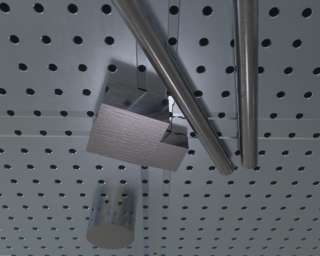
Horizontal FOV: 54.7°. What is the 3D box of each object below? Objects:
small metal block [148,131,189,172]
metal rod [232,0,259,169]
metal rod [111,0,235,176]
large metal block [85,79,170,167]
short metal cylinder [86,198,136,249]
[{"bbox_3d":[0.007,0.032,0.439,0.050,0.025,0.050,14,129,-12],"label":"small metal block"},{"bbox_3d":[0.102,-0.060,0.361,0.025,0.025,0.298,-9,130,7],"label":"metal rod"},{"bbox_3d":[0.029,-0.039,0.379,0.025,0.025,0.300,-23,127,18],"label":"metal rod"},{"bbox_3d":[-0.041,-0.004,0.392,0.081,0.050,0.079,17,128,-14],"label":"large metal block"},{"bbox_3d":[-0.083,0.167,0.537,0.081,0.050,0.079,0,130,0],"label":"short metal cylinder"}]
